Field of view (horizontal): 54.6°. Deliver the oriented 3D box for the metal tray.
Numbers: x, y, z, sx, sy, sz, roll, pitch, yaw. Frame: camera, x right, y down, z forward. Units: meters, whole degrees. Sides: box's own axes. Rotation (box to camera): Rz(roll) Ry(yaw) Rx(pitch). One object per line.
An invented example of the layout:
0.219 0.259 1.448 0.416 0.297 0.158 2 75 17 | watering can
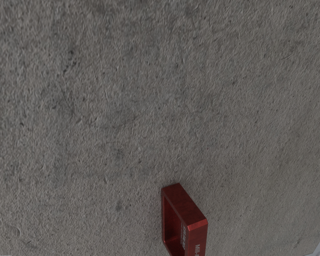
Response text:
0.035 0.162 0.483 0.030 0.090 0.129 -14 125 -20 | metal tray
